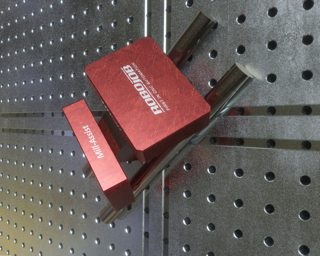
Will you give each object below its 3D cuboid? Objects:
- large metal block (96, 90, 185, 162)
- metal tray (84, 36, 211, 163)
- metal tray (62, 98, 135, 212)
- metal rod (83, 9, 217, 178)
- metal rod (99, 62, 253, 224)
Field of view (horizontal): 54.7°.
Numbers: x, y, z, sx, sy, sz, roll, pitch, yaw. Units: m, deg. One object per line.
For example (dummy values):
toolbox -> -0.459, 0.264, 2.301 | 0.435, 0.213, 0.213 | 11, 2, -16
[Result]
large metal block -> -0.025, -0.003, 0.392 | 0.080, 0.081, 0.050 | -49, 61, 28
metal tray -> -0.016, -0.037, 0.350 | 0.090, 0.030, 0.130 | -30, 64, -12
metal tray -> -0.078, 0.036, 0.401 | 0.130, 0.030, 0.090 | 57, 166, 24
metal rod -> -0.029, -0.030, 0.431 | 0.298, 0.025, 0.025 | -50, 61, 28
metal rod -> 0.005, 0.037, 0.404 | 0.299, 0.025, 0.025 | -49, 61, 28
